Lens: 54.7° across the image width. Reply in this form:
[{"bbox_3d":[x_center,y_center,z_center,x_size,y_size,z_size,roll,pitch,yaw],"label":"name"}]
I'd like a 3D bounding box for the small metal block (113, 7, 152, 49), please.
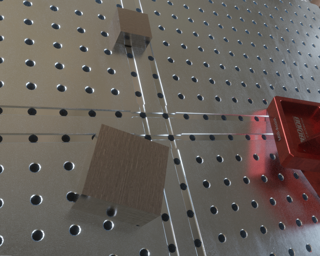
[{"bbox_3d":[-0.043,-0.154,0.479,0.050,0.025,0.050,4,60,-26],"label":"small metal block"}]

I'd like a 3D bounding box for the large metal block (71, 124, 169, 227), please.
[{"bbox_3d":[-0.041,0.053,0.338,0.080,0.050,0.080,20,54,-16],"label":"large metal block"}]

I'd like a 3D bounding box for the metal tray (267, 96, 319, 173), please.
[{"bbox_3d":[0.232,0.008,0.498,0.091,0.030,0.130,9,48,-5],"label":"metal tray"}]

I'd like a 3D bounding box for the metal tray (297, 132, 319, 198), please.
[{"bbox_3d":[0.268,0.067,0.463,0.030,0.090,0.130,-26,79,-33],"label":"metal tray"}]
